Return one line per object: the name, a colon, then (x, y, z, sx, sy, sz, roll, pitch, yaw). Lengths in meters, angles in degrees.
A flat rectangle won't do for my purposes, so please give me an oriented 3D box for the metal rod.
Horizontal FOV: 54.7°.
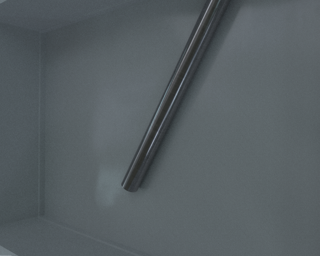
metal rod: (0.018, -0.043, 0.390, 0.025, 0.025, 0.298, 39, 113, 33)
